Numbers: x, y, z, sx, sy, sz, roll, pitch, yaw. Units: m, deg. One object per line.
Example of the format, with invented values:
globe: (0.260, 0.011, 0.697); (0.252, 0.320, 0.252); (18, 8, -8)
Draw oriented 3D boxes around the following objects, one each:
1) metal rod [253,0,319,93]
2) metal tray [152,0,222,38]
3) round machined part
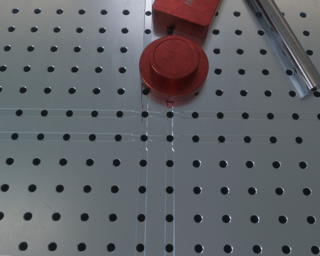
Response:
metal rod: (0.167, -0.188, 0.481); (0.025, 0.025, 0.299); (-19, 71, -7)
metal tray: (0.053, -0.213, 0.487); (0.090, 0.030, 0.130); (21, 71, 7)
round machined part: (0.020, -0.090, 0.435); (0.099, 0.042, 0.098); (0, 70, 0)
